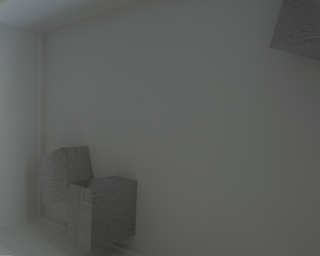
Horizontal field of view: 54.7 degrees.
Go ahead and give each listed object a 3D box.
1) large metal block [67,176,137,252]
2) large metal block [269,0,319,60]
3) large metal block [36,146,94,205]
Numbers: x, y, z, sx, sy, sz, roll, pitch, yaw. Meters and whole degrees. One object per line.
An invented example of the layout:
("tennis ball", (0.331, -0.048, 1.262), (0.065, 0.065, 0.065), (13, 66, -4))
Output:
("large metal block", (-0.079, 0.115, 0.434), (0.050, 0.081, 0.079), (4, 93, 39))
("large metal block", (0.140, -0.100, 0.248), (0.080, 0.050, 0.079), (-111, 34, -77))
("large metal block", (-0.158, 0.080, 0.518), (0.080, 0.050, 0.080), (-20, 77, 38))
